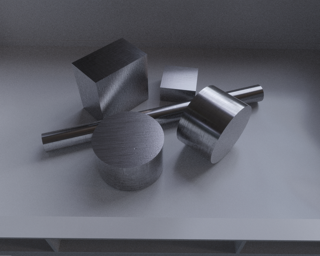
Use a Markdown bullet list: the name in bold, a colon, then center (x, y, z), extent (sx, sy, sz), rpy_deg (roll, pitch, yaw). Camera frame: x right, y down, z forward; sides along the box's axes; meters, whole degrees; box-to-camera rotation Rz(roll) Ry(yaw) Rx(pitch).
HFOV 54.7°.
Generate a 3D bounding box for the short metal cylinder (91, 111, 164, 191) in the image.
- **short metal cylinder**: center (-0.036, 0.026, 0.364), extent (0.081, 0.050, 0.080), rpy_deg (0, 50, 0)

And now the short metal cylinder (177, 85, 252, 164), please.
- **short metal cylinder**: center (0.065, -0.004, 0.372), extent (0.050, 0.080, 0.080), rpy_deg (35, 58, 25)

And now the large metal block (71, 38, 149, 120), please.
- **large metal block**: center (-0.063, -0.062, 0.420), extent (0.080, 0.080, 0.050), rpy_deg (-36, 59, -26)

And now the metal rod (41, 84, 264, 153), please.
- **metal rod**: center (0.000, -0.016, 0.417), extent (0.302, 0.025, 0.025), rpy_deg (-14, 52, -12)

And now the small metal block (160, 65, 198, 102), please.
- **small metal block**: center (0.029, -0.065, 0.458), extent (0.050, 0.025, 0.050), rpy_deg (7, 50, 5)
